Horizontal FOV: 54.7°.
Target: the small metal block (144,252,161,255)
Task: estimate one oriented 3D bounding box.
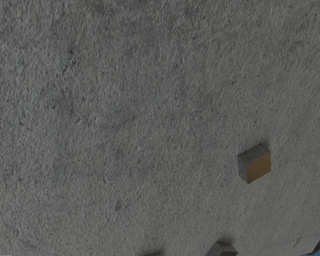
[{"bbox_3d":[-0.024,0.253,0.551,0.050,0.025,0.050,-5,121,-26],"label":"small metal block"}]

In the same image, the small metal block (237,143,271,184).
[{"bbox_3d":[0.163,0.061,0.534,0.050,0.025,0.050,-26,128,-12],"label":"small metal block"}]

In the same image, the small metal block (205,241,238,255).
[{"bbox_3d":[0.124,0.263,0.638,0.050,0.025,0.050,24,105,-37],"label":"small metal block"}]
